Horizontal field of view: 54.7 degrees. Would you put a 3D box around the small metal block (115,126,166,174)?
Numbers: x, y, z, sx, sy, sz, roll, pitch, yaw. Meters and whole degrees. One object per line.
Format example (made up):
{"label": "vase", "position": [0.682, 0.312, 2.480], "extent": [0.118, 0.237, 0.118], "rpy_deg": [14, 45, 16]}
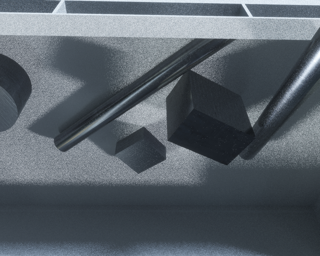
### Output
{"label": "small metal block", "position": [-0.027, 0.032, 0.436], "extent": [0.050, 0.025, 0.050], "rpy_deg": [-30, 124, 23]}

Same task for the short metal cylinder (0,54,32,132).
{"label": "short metal cylinder", "position": [-0.197, -0.040, 0.355], "extent": [0.081, 0.050, 0.079], "rpy_deg": [0, 130, 0]}

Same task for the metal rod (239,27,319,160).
{"label": "metal rod", "position": [0.117, -0.018, 0.303], "extent": [0.025, 0.025, 0.299], "rpy_deg": [-3, 160, 2]}

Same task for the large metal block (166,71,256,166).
{"label": "large metal block", "position": [0.055, -0.014, 0.362], "extent": [0.080, 0.080, 0.050], "rpy_deg": [24, 126, -19]}

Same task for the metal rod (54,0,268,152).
{"label": "metal rod", "position": [-0.017, -0.049, 0.366], "extent": [0.300, 0.025, 0.025], "rpy_deg": [-31, 124, 23]}
